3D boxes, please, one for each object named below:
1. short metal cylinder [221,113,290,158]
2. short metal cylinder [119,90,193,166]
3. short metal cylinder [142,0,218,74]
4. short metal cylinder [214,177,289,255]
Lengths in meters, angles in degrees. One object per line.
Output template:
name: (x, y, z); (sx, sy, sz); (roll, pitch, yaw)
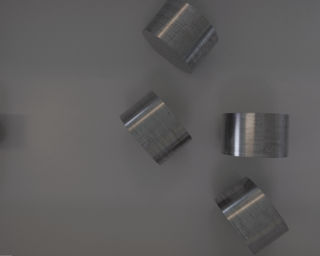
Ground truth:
short metal cylinder: (0.117, 0.008, 0.385); (0.081, 0.080, 0.050); (2, 90, 0)
short metal cylinder: (-0.005, 0.000, 0.384); (0.050, 0.080, 0.080); (-40, 90, 0)
short metal cylinder: (0.025, -0.112, 0.384); (0.080, 0.080, 0.050); (39, 90, 0)
short metal cylinder: (0.111, 0.108, 0.385); (0.050, 0.080, 0.080); (-36, 90, 0)
